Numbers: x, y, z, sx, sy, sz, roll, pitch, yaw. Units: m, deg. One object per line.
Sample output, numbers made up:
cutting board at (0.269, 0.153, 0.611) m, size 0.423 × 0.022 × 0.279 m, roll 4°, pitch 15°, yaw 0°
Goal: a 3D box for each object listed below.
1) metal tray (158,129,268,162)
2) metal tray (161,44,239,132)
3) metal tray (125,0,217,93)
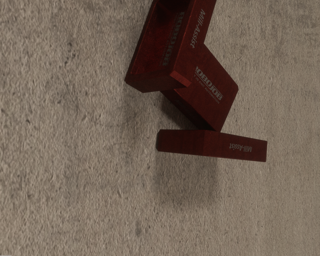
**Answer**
metal tray at (0.074, 0.025, 0.426) m, size 0.131 × 0.090 × 0.030 m, roll 10°, pitch 84°, yaw -40°
metal tray at (0.057, -0.063, 0.451) m, size 0.130 × 0.030 × 0.090 m, roll 41°, pitch 65°, yaw -33°
metal tray at (0.013, -0.110, 0.374) m, size 0.030 × 0.090 × 0.130 m, roll 28°, pitch 72°, yaw -37°
